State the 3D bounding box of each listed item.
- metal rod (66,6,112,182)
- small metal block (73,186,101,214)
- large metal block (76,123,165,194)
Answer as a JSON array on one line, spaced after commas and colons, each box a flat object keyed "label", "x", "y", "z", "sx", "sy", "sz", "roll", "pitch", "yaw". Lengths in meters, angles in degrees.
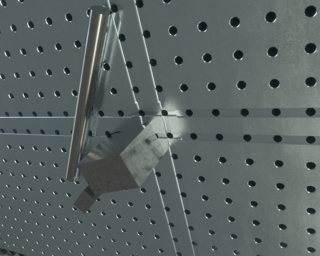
[{"label": "metal rod", "x": -0.110, "y": -0.026, "z": 0.450, "sx": 0.025, "sy": 0.025, "sz": 0.298, "roll": 28, "pitch": 128, "yaw": 10}, {"label": "small metal block", "x": -0.112, "y": 0.108, "z": 0.519, "sx": 0.025, "sy": 0.050, "sz": 0.050, "roll": 40, "pitch": 129, "yaw": 0}, {"label": "large metal block", "x": -0.052, "y": 0.042, "z": 0.428, "sx": 0.080, "sy": 0.080, "sz": 0.050, "roll": -16, "pitch": 110, "yaw": 34}]
